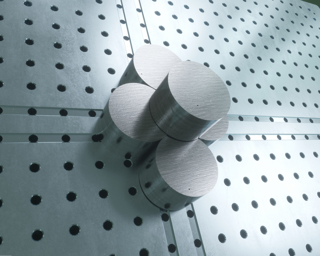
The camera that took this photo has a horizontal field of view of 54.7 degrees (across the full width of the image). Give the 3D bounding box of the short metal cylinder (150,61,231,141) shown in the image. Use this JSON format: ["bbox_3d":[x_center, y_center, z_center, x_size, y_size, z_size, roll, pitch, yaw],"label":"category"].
[{"bbox_3d":[0.035,-0.031,0.364,0.081,0.050,0.080,14,56,-21],"label":"short metal cylinder"}]

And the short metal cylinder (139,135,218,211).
[{"bbox_3d":[0.022,0.052,0.371,0.081,0.050,0.080,14,54,-20],"label":"short metal cylinder"}]

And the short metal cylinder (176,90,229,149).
[{"bbox_3d":[0.045,-0.008,0.420,0.081,0.050,0.080,14,56,-21],"label":"short metal cylinder"}]

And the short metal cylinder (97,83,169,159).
[{"bbox_3d":[-0.031,-0.008,0.380,0.081,0.050,0.080,14,56,-21],"label":"short metal cylinder"}]

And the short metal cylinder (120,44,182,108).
[{"bbox_3d":[-0.008,-0.068,0.428,0.081,0.050,0.080,14,56,-22],"label":"short metal cylinder"}]
